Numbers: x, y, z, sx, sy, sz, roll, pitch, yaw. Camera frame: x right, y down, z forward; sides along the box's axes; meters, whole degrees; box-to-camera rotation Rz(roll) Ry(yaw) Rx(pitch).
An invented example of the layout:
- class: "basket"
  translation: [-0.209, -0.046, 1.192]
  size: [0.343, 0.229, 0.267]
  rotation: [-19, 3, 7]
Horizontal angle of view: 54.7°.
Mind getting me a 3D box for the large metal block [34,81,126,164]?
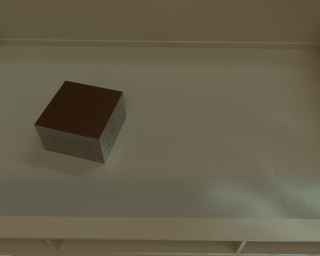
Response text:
- class: "large metal block"
  translation: [-0.096, -0.009, 0.395]
  size: [0.080, 0.050, 0.080]
  rotation: [12, 51, 9]
